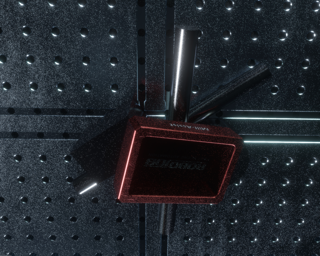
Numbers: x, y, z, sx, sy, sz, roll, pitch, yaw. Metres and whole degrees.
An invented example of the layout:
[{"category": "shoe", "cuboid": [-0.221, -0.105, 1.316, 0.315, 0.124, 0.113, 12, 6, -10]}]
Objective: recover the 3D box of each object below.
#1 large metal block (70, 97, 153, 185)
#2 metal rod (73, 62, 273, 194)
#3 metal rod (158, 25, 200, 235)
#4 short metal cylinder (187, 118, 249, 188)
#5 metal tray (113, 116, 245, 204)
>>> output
[{"category": "large metal block", "cuboid": [-0.055, 0.013, 0.387, 0.080, 0.080, 0.050, -32, 107, 11]}, {"category": "metal rod", "cuboid": [0.009, 0.006, 0.416, 0.300, 0.025, 0.025, -32, 107, 10]}, {"category": "metal rod", "cuboid": [0.019, 0.024, 0.398, 0.025, 0.025, 0.298, 3, 119, -2]}, {"category": "short metal cylinder", "cuboid": [0.072, 0.033, 0.412, 0.081, 0.050, 0.079, 0, 110, -1]}, {"category": "metal tray", "cuboid": [0.021, 0.040, 0.350, 0.131, 0.030, 0.089, 7, 111, -23]}]
